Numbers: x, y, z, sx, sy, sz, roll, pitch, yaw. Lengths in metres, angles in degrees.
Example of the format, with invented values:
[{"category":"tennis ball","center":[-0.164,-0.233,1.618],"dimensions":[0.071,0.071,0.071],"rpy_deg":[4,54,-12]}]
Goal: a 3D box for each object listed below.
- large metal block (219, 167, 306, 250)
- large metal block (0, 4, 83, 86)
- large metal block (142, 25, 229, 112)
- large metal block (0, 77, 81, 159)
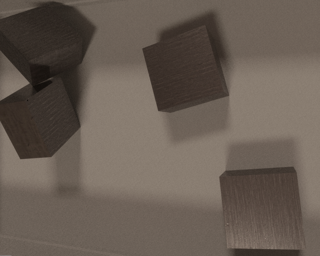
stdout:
[{"category":"large metal block","center":[0.117,0.090,0.356],"dimensions":[0.080,0.050,0.080],"rpy_deg":[-7,88,19]},{"category":"large metal block","center":[-0.167,-0.117,0.432],"dimensions":[0.080,0.080,0.050],"rpy_deg":[45,147,14]},{"category":"large metal block","center":[0.033,-0.069,0.385],"dimensions":[0.080,0.050,0.080],"rpy_deg":[-16,85,19]},{"category":"large metal block","center":[-0.162,-0.014,0.422],"dimensions":[0.050,0.080,0.080],"rpy_deg":[-6,117,19]}]
